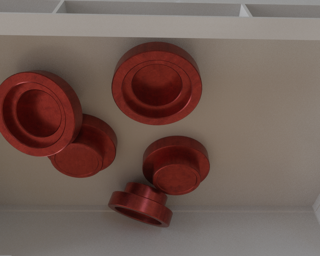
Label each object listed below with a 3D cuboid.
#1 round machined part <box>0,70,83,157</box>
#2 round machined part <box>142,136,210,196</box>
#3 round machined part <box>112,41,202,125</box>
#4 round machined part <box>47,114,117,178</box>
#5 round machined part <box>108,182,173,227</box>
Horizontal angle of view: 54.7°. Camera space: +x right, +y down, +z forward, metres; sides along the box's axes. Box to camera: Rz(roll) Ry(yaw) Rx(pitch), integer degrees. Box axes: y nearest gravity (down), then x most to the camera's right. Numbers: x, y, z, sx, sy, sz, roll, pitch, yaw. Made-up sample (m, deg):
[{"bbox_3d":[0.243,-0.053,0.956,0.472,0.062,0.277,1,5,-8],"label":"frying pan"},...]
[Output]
[{"bbox_3d":[-0.137,-0.019,0.363,0.098,0.042,0.097,3,106,9],"label":"round machined part"},{"bbox_3d":[0.023,0.061,0.450,0.099,0.042,0.097,-1,130,0],"label":"round machined part"},{"bbox_3d":[-0.003,-0.053,0.353,0.099,0.042,0.097,-1,130,0],"label":"round machined part"},{"bbox_3d":[-0.110,0.031,0.423,0.099,0.042,0.097,-1,130,0],"label":"round machined part"},{"bbox_3d":[-0.027,0.116,0.479,0.098,0.042,0.098,16,155,8],"label":"round machined part"}]
